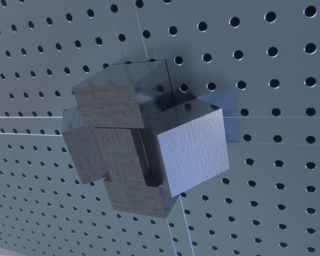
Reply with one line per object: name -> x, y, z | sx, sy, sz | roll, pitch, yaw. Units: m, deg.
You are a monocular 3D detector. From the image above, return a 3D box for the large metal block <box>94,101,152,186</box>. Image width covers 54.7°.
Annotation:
large metal block -> -0.030, 0.016, 0.399 | 0.050, 0.080, 0.079 | 1, 119, 27

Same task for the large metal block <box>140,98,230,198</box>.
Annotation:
large metal block -> 0.029, 0.020, 0.361 | 0.050, 0.081, 0.079 | 33, 141, 57

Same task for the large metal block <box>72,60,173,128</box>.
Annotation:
large metal block -> -0.041, -0.041, 0.369 | 0.080, 0.080, 0.050 | 1, 119, 27

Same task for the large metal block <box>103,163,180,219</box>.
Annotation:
large metal block -> -0.017, 0.072, 0.426 | 0.080, 0.080, 0.050 | 1, 119, 27

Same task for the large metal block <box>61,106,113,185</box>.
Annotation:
large metal block -> -0.096, 0.017, 0.426 | 0.050, 0.080, 0.080 | -17, 116, -8
